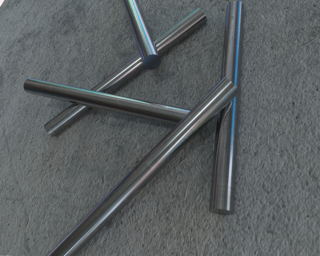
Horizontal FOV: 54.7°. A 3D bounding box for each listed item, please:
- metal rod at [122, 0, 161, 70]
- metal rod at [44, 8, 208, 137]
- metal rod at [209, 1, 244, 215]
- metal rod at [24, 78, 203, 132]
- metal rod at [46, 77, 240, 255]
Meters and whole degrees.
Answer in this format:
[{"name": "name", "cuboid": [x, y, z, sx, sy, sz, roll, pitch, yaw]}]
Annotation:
[{"name": "metal rod", "cuboid": [-0.043, -0.194, 0.525, 0.025, 0.025, 0.300, -28, 46, 11]}, {"name": "metal rod", "cuboid": [-0.055, -0.085, 0.485, 0.300, 0.025, 0.025, -36, 51, 3]}, {"name": "metal rod", "cuboid": [0.087, -0.045, 0.385, 0.025, 0.025, 0.300, -4, 60, 26]}, {"name": "metal rod", "cuboid": [-0.081, -0.038, 0.445, 0.301, 0.025, 0.025, 13, 68, 25]}, {"name": "metal rod", "cuboid": [-0.023, 0.057, 0.363, 0.300, 0.025, 0.025, -45, 51, 3]}]
